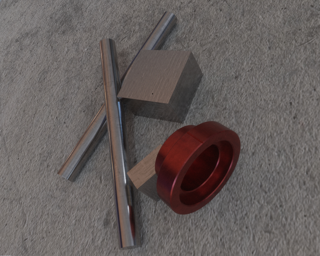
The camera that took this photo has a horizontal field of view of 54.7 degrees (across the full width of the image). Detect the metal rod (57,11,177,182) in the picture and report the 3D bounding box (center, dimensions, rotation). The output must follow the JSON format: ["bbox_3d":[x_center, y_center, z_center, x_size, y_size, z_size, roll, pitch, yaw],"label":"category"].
[{"bbox_3d":[-0.057,-0.056,0.466,0.025,0.025,0.300,20,72,35],"label":"metal rod"}]

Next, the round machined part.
[{"bbox_3d":[0.034,0.036,0.316,0.098,0.098,0.042,-49,52,-7],"label":"round machined part"}]

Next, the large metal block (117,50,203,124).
[{"bbox_3d":[0.002,-0.058,0.421,0.080,0.050,0.080,11,67,32],"label":"large metal block"}]

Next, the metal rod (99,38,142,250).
[{"bbox_3d":[-0.057,0.001,0.409,0.025,0.025,0.299,-19,61,16],"label":"metal rod"}]

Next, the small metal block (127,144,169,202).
[{"bbox_3d":[-0.001,0.053,0.355,0.050,0.050,0.025,-41,51,0],"label":"small metal block"}]
